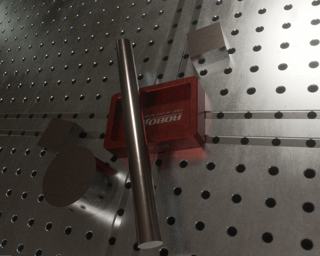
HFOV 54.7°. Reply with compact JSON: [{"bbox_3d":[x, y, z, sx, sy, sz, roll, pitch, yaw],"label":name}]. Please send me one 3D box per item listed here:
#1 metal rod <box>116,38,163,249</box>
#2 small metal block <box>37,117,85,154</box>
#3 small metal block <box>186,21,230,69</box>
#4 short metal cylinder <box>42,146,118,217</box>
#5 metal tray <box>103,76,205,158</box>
[{"bbox_3d":[-0.032,-0.006,0.388,0.025,0.025,0.299,-22,54,15],"label":"metal rod"},{"bbox_3d":[-0.153,0.015,0.477,0.050,0.025,0.050,11,67,32],"label":"small metal block"},{"bbox_3d":[0.068,-0.119,0.444,0.050,0.025,0.050,-16,55,18],"label":"small metal block"},{"bbox_3d":[-0.102,0.070,0.401,0.080,0.050,0.080,-13,56,20],"label":"short metal cylinder"},{"bbox_3d":[-0.007,-0.014,0.415,0.130,0.030,0.090,-9,58,22],"label":"metal tray"}]
